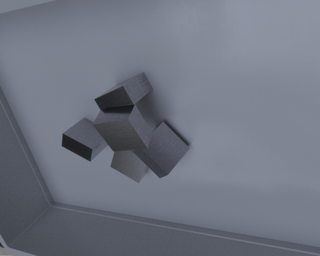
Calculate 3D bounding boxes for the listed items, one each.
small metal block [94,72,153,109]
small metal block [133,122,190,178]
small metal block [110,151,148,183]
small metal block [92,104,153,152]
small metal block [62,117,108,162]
[{"bbox_3d":[-0.045,-0.043,0.390,0.050,0.050,0.025,-18,108,35],"label":"small metal block"},{"bbox_3d":[0.002,0.029,0.406,0.050,0.050,0.025,45,149,-4],"label":"small metal block"},{"bbox_3d":[-0.041,0.046,0.459,0.050,0.025,0.050,28,128,10],"label":"small metal block"},{"bbox_3d":[-0.044,0.001,0.377,0.050,0.025,0.050,-7,133,27],"label":"small metal block"},{"bbox_3d":[-0.108,0.016,0.460,0.050,0.050,0.025,26,128,12],"label":"small metal block"}]
